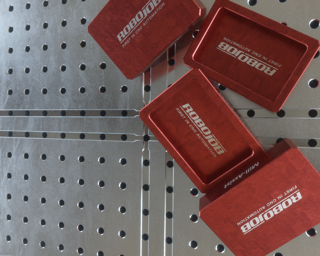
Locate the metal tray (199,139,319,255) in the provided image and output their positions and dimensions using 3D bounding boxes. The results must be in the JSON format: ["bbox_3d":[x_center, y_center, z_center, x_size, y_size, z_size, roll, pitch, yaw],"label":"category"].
[{"bbox_3d":[0.121,0.086,0.352,0.130,0.030,0.090,-40,98,15],"label":"metal tray"}]

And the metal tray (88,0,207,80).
[{"bbox_3d":[-0.019,-0.135,0.389,0.130,0.030,0.090,-38,94,30],"label":"metal tray"}]

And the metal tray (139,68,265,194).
[{"bbox_3d":[0.050,0.004,0.374,0.090,0.030,0.130,-38,94,16],"label":"metal tray"}]

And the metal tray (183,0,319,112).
[{"bbox_3d":[0.105,-0.087,0.372,0.130,0.030,0.090,32,100,17],"label":"metal tray"}]

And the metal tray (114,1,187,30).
[{"bbox_3d":[-0.001,-0.204,0.410,0.090,0.030,0.129,20,97,19],"label":"metal tray"}]
